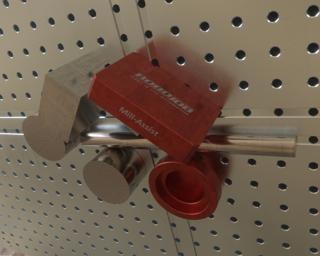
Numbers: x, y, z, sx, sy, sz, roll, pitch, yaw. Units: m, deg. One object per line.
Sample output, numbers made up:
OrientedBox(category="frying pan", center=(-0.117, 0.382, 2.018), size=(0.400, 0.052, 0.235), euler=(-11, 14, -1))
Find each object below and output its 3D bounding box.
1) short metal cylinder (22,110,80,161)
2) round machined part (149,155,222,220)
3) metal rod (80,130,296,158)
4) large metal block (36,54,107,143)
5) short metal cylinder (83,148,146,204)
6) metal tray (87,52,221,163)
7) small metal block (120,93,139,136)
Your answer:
OrientedBox(category="short metal cylinder", center=(-0.164, 0.005, 0.484), size=(0.080, 0.050, 0.079), euler=(13, 124, 21))
OrientedBox(category="round machined part", center=(0.037, 0.075, 0.427), size=(0.098, 0.042, 0.097), euler=(13, 124, 21))
OrientedBox(category="metal rod", center=(0.017, 0.018, 0.413), size=(0.300, 0.025, 0.025), euler=(1, 119, 27))
OrientedBox(category="large metal block", center=(-0.109, -0.040, 0.409), size=(0.050, 0.080, 0.079), euler=(33, 129, 6))
OrientedBox(category="short metal cylinder", center=(-0.069, 0.069, 0.474), size=(0.080, 0.050, 0.079), euler=(13, 124, 21))
OrientedBox(category="metal tray", center=(-0.003, -0.028, 0.353), size=(0.130, 0.090, 0.030), euler=(35, 129, 5))
OrientedBox(category="small metal block", center=(-0.030, -0.025, 0.412), size=(0.050, 0.025, 0.050), euler=(43, 129, -2))
